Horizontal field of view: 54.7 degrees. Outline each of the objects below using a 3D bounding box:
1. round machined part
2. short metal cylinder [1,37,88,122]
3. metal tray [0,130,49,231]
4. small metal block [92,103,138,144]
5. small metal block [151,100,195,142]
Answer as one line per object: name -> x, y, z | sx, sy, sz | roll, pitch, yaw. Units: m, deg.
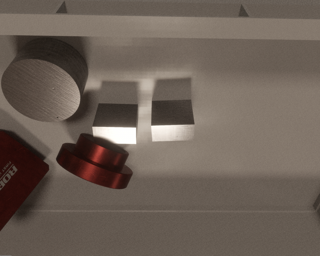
round machined part -> -0.080, 0.039, 0.406 | 0.099, 0.098, 0.042 | 24, 91, -20
short metal cylinder -> -0.125, -0.053, 0.346 | 0.081, 0.050, 0.079 | 0, 130, 0
metal tray -> -0.224, 0.077, 0.407 | 0.030, 0.130, 0.090 | 8, 147, 47
small metal block -> -0.054, -0.006, 0.386 | 0.050, 0.050, 0.025 | 1, 127, -2
small metal block -> 0.015, -0.010, 0.385 | 0.050, 0.050, 0.025 | -2, 130, 1
